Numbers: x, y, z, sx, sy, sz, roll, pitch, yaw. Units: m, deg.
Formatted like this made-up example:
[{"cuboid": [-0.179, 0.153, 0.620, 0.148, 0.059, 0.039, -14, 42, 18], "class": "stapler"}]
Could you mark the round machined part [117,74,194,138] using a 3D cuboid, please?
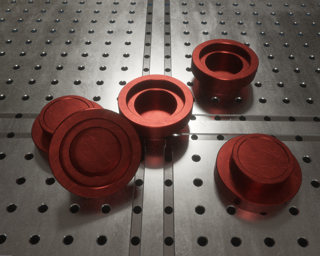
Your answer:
[{"cuboid": [-0.006, -0.025, 0.417, 0.099, 0.042, 0.098, 0, 50, 0], "class": "round machined part"}]

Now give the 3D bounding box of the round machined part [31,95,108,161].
[{"cuboid": [-0.115, -0.004, 0.399, 0.099, 0.042, 0.098, 0, 50, 0], "class": "round machined part"}]

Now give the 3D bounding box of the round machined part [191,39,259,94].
[{"cuboid": [0.096, -0.090, 0.474, 0.099, 0.042, 0.098, 0, 50, 0], "class": "round machined part"}]

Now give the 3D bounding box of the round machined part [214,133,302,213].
[{"cuboid": [0.115, 0.045, 0.360, 0.099, 0.042, 0.098, 0, 50, 0], "class": "round machined part"}]

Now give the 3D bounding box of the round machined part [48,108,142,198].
[{"cuboid": [-0.074, 0.026, 0.351, 0.099, 0.097, 0.042, -18, 9, -15], "class": "round machined part"}]
